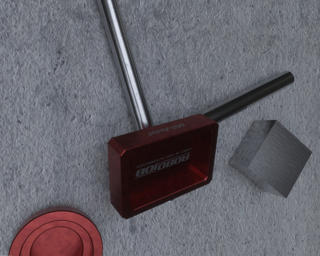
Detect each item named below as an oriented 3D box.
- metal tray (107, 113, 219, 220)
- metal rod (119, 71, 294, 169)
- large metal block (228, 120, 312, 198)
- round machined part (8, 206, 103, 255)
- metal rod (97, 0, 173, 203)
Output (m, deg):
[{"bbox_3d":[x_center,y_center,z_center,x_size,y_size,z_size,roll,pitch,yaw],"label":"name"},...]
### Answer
[{"bbox_3d":[0.007,0.041,0.360,0.131,0.030,0.089,-16,122,-31],"label":"metal tray"},{"bbox_3d":[0.076,-0.018,0.421,0.302,0.025,0.025,-26,99,-25],"label":"metal rod"},{"bbox_3d":[0.162,0.044,0.458,0.080,0.050,0.080,38,78,-17],"label":"large metal block"},{"bbox_3d":[-0.119,0.139,0.357,0.099,0.042,0.097,0,90,-21],"label":"round machined part"},{"bbox_3d":[-0.033,-0.047,0.397,0.025,0.025,0.298,-18,96,-19],"label":"metal rod"}]
